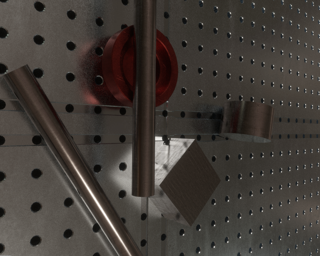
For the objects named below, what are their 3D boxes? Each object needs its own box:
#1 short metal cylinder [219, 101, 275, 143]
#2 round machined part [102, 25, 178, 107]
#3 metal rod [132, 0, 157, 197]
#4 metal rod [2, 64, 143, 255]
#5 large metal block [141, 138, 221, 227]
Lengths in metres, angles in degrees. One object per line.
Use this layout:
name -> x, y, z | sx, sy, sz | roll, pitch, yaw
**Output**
short metal cylinder -> 0.137, -0.008, 0.491 | 0.081, 0.080, 0.050 | 16, 80, -39
round machined part -> -0.028, -0.072, 0.377 | 0.099, 0.042, 0.097 | 0, 90, -40
metal rod -> -0.017, -0.076, 0.341 | 0.025, 0.025, 0.298 | 1, 90, -40
metal rod -> -0.077, 0.071, 0.346 | 0.025, 0.025, 0.299 | -40, 114, -33
large metal block -> 0.026, 0.070, 0.417 | 0.080, 0.050, 0.080 | -49, 119, -29
